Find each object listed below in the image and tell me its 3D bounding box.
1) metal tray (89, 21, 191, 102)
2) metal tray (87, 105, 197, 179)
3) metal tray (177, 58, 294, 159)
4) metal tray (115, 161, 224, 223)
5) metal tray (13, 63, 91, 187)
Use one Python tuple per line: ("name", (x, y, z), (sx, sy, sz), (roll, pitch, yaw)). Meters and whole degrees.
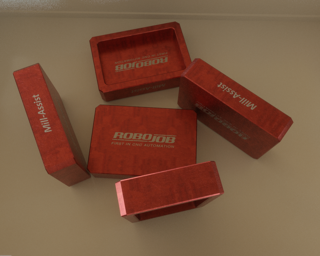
("metal tray", (-0.026, -0.095, 0.440), (0.131, 0.030, 0.090), (-12, 71, -5))
("metal tray", (-0.020, 0.020, 0.396), (0.131, 0.030, 0.090), (3, 70, 1))
("metal tray", (0.084, -0.020, 0.381), (0.130, 0.090, 0.030), (36, 75, 12))
("metal tray", (0.008, 0.072, 0.325), (0.091, 0.130, 0.030), (-12, 71, -5))
("metal tray", (-0.127, -0.001, 0.372), (0.030, 0.090, 0.130), (-23, 72, -9))
